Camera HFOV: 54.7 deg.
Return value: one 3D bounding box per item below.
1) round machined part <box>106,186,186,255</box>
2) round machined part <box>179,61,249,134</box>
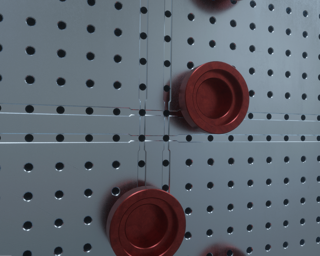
[{"bbox_3d":[-0.020,0.123,0.397,0.099,0.042,0.097,0,90,-21],"label":"round machined part"},{"bbox_3d":[0.071,-0.041,0.431,0.099,0.042,0.097,0,90,-21],"label":"round machined part"}]
